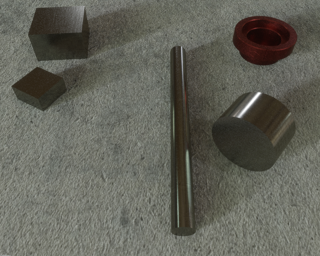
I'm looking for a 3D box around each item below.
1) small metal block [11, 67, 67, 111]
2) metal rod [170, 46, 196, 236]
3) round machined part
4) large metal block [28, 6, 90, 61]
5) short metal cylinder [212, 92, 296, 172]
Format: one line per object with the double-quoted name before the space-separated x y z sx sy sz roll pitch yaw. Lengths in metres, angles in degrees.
"small metal block" -0.174 -0.057 0.449 0.050 0.025 0.050 24 54 18
"metal rod" 0.027 -0.009 0.411 0.025 0.025 0.300 1 50 0
"round machined part" 0.170 -0.141 0.513 0.099 0.042 0.098 0 50 0
"large metal block" -0.165 -0.159 0.519 0.081 0.050 0.080 -4 50 -4
"short metal cylinder" 0.109 0.005 0.365 0.080 0.080 0.050 32 57 24
